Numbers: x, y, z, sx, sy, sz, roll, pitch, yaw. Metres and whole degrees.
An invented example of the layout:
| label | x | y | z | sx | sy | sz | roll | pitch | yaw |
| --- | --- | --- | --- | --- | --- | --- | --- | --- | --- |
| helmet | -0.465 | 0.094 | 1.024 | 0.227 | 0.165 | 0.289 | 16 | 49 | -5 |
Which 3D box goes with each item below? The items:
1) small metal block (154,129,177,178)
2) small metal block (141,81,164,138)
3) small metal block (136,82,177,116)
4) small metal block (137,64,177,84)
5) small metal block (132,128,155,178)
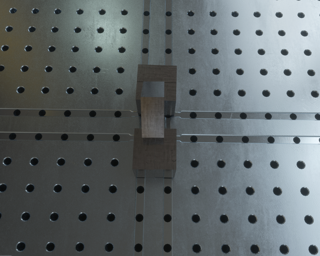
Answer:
| label | x | y | z | sx | sy | sz | roll | pitch | yaw |
| --- | --- | --- | --- | --- | --- | --- | --- | --- | --- |
| small metal block | 0.007 | 0.032 | 0.385 | 0.025 | 0.050 | 0.050 | 1 | 70 | 0 |
| small metal block | -0.008 | -0.023 | 0.363 | 0.025 | 0.050 | 0.050 | 0 | 28 | 1 |
| small metal block | -0.005 | -0.038 | 0.412 | 0.050 | 0.050 | 0.025 | 2 | 70 | 0 |
| small metal block | -0.004 | -0.062 | 0.420 | 0.050 | 0.050 | 0.025 | 2 | 70 | 0 |
| small metal block | -0.019 | 0.032 | 0.386 | 0.025 | 0.050 | 0.050 | 1 | 70 | 0 |
